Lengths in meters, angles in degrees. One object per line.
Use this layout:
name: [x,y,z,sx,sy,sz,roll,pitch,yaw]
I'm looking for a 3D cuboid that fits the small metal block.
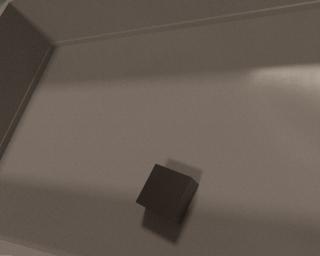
small metal block: [0.009,0.075,0.354,0.050,0.025,0.050,17,70,34]
